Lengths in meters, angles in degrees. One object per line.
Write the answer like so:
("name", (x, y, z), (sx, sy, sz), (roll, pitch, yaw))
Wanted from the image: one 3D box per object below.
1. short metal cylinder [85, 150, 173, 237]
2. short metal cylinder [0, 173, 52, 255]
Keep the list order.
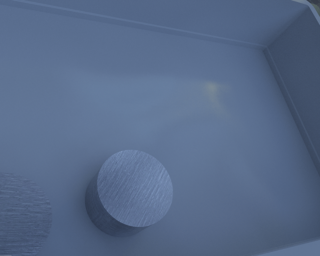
("short metal cylinder", (-0.033, 0.070, 0.329), (0.081, 0.050, 0.080), (14, 56, -21))
("short metal cylinder", (-0.138, 0.085, 0.264), (0.081, 0.050, 0.080), (14, 56, -21))
